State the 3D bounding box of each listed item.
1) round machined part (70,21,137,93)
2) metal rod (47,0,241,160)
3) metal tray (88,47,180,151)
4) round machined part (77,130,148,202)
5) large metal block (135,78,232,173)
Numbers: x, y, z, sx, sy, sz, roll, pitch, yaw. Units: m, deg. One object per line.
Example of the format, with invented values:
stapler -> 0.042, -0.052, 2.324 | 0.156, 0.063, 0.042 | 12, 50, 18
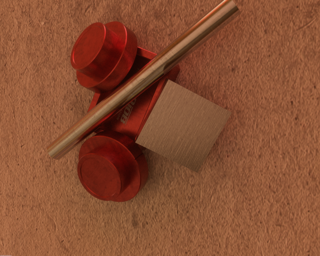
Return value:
round machined part -> -0.080, -0.098, 0.408 | 0.098, 0.042, 0.098 | -19, 59, 34
metal rod -> -0.032, -0.053, 0.390 | 0.300, 0.025, 0.025 | -37, 78, 16
metal tray -> -0.040, -0.043, 0.421 | 0.090, 0.030, 0.129 | 26, 98, 18
round machined part -> -0.068, 0.056, 0.407 | 0.098, 0.042, 0.097 | 10, 115, 23
large metal block -> 0.026, -0.005, 0.372 | 0.080, 0.050, 0.080 | 27, 99, -7
